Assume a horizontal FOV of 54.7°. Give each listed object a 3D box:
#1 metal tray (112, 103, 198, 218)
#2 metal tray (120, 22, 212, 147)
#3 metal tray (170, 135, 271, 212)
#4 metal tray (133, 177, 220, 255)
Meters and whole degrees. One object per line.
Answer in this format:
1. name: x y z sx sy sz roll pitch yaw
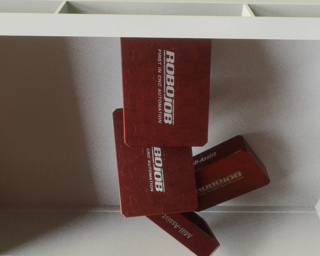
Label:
1. metal tray: -0.006 0.038 0.381 0.091 0.030 0.129 -6 85 1
2. metal tray: 0.006 -0.045 0.334 0.091 0.030 0.129 0 106 0
3. metal tray: 0.086 0.074 0.469 0.130 0.030 0.090 -29 125 22
4. metal tray: 0.018 0.124 0.446 0.130 0.090 0.030 39 91 -8
